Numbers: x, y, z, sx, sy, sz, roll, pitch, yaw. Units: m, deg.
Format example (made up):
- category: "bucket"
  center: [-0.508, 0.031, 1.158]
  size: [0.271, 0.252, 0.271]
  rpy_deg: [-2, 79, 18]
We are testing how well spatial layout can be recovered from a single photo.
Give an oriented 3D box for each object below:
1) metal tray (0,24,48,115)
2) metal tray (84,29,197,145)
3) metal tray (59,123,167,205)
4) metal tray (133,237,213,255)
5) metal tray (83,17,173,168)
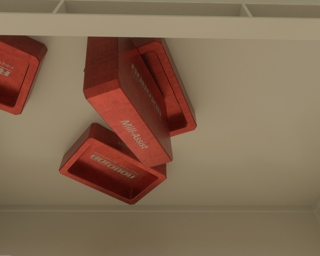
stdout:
- category: "metal tray"
  center: [-0.203, -0.076, 0.337]
  size: [0.131, 0.030, 0.089]
  rpy_deg: [24, 126, -19]
- category: "metal tray"
  center: [-0.018, -0.041, 0.370]
  size: [0.090, 0.030, 0.130]
  rpy_deg: [-17, 129, 13]
- category: "metal tray"
  center: [-0.066, 0.057, 0.453]
  size: [0.131, 0.030, 0.090]
  rpy_deg: [31, 123, -24]
- category: "metal tray"
  center: [0.022, 0.233, 0.570]
  size: [0.090, 0.030, 0.130]
  rpy_deg: [33, 149, -27]
- category: "metal tray"
  center: [-0.026, -0.029, 0.306]
  size: [0.030, 0.090, 0.130]
  rpy_deg: [-17, 142, 13]
